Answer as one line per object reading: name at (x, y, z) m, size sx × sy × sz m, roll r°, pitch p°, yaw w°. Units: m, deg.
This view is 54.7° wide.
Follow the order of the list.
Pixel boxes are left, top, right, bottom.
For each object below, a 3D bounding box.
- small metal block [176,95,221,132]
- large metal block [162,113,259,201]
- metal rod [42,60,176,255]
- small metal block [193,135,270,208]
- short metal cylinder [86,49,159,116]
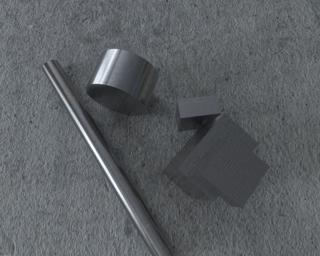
small metal block at (0.048, -0.018, 0.402) m, size 0.050 × 0.050 × 0.025 m, roll -7°, pitch 71°, yaw -3°
large metal block at (0.055, 0.036, 0.361) m, size 0.050 × 0.080 × 0.080 m, roll 42°, pitch 75°, yaw -1°
metal rod at (-0.073, 0.031, 0.395) m, size 0.025 × 0.025 × 0.299 m, roll -31°, pitch 73°, yaw -11°
small metal block at (0.071, 0.043, 0.309) m, size 0.050 × 0.025 × 0.050 m, roll 39°, pitch 75°, yaw -2°
short metal cylinder at (-0.048, -0.056, 0.399) m, size 0.080 × 0.080 × 0.050 m, roll 17°, pitch 71°, yaw 5°
